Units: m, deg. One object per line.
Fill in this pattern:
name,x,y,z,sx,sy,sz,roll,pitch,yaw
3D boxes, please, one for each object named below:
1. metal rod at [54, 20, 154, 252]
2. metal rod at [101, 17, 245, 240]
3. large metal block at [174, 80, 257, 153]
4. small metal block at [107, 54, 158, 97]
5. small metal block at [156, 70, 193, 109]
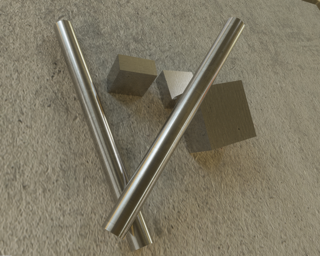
metal rod,-0.074,-0.007,0.368,0.025,0.025,0.299,-11,67,-33
metal rod,0.027,-0.017,0.353,0.025,0.025,0.300,34,68,-7
large metal block,0.075,-0.016,0.422,0.081,0.050,0.080,-13,88,-30
small metal block,-0.038,-0.068,0.410,0.050,0.050,0.025,4,60,-27
small metal block,0.027,-0.056,0.454,0.050,0.025,0.050,-1,62,-29
